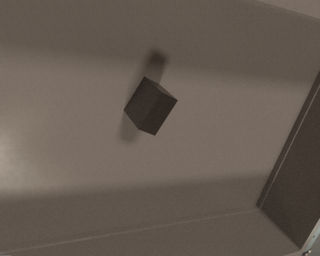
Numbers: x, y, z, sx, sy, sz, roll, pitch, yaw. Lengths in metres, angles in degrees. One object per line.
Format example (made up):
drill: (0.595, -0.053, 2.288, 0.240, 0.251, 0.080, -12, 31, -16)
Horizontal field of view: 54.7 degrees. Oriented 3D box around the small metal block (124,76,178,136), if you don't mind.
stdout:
small metal block: (-0.013, -0.027, 0.370, 0.025, 0.050, 0.050, 23, 106, -37)
